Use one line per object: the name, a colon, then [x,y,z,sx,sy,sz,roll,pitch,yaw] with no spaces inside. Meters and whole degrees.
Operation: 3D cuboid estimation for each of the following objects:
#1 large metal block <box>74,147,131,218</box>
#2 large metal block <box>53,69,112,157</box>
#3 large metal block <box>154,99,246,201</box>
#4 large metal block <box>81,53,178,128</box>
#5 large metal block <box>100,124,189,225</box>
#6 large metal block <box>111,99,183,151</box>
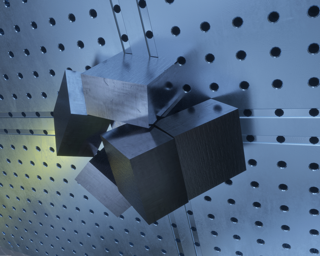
large metal block: [-0.059,0.065,0.446,0.080,0.080,0.050,42,129,-2]
large metal block: [-0.106,-0.018,0.413,0.050,0.080,0.080,5,136,-29]
large metal block: [0.046,0.022,0.354,0.050,0.081,0.080,33,141,58]
large metal block: [-0.032,-0.048,0.364,0.080,0.080,0.050,13,124,21]
large metal block: [-0.018,0.044,0.343,0.080,0.050,0.080,28,137,56]
large metal block: [-0.011,0.009,0.407,0.080,0.050,0.080,1,119,28]
